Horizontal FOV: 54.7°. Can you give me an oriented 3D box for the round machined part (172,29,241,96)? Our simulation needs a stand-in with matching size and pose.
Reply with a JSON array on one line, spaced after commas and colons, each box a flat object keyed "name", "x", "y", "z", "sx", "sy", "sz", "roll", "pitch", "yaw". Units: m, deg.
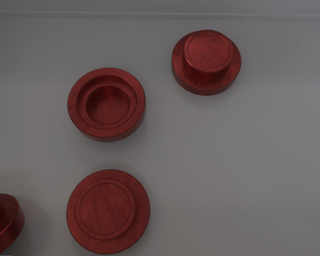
[{"name": "round machined part", "x": 0.066, "y": -0.098, "z": 0.437, "sx": 0.099, "sy": 0.042, "sz": 0.098, "roll": 0, "pitch": 70, "yaw": 0}]

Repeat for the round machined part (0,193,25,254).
[{"name": "round machined part", "x": -0.203, "y": 0.102, "z": 0.333, "sx": 0.099, "sy": 0.042, "sz": 0.098, "roll": -8, "pitch": 27, "yaw": 4}]

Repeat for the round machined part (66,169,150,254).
[{"name": "round machined part", "x": -0.061, "y": 0.096, "z": 0.365, "sx": 0.099, "sy": 0.042, "sz": 0.098, "roll": 0, "pitch": 70, "yaw": 0}]

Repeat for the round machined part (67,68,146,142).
[{"name": "round machined part", "x": -0.068, "y": -0.027, "z": 0.410, "sx": 0.099, "sy": 0.042, "sz": 0.098, "roll": 0, "pitch": 70, "yaw": 0}]
